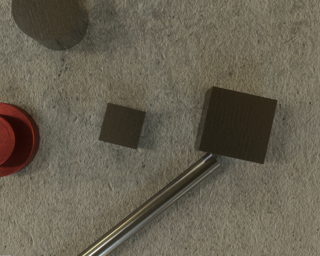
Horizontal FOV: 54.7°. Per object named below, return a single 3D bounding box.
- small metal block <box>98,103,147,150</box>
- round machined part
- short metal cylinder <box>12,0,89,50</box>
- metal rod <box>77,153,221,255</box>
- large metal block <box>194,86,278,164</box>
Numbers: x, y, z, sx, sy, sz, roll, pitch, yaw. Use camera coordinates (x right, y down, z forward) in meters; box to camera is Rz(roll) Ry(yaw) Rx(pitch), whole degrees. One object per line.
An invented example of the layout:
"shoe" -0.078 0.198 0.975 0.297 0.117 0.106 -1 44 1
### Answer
"small metal block" -0.049 -0.003 0.409 0.050 0.025 0.050 14 90 -1
"round machined part" -0.212 0.015 0.399 0.099 0.042 0.097 0 90 -1
"short metal cylinder" -0.137 -0.145 0.396 0.081 0.050 0.079 0 90 -1
"metal rod" -0.045 0.134 0.409 0.300 0.025 0.025 -38 90 -1
"large metal block" 0.094 -0.003 0.399 0.080 0.050 0.080 12 90 -1
